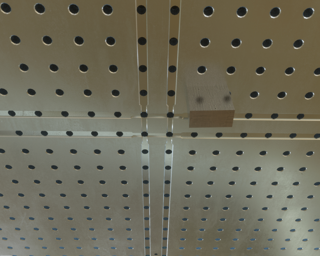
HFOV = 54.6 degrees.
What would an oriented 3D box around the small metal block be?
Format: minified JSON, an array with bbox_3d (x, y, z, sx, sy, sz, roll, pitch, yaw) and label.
[{"bbox_3d":[0.059,-0.026,0.373,0.050,0.050,0.025,-1,130,1],"label":"small metal block"}]
